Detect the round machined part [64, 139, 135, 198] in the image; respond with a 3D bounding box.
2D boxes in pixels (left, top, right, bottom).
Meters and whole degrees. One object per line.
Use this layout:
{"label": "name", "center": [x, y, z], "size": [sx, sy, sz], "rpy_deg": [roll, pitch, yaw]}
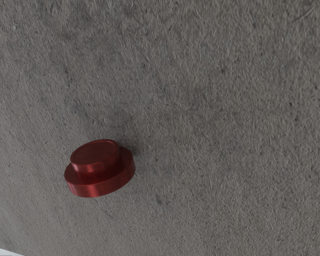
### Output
{"label": "round machined part", "center": [-0.087, 0.050, 0.437], "size": [0.098, 0.098, 0.042], "rpy_deg": [3, 119, 27]}
